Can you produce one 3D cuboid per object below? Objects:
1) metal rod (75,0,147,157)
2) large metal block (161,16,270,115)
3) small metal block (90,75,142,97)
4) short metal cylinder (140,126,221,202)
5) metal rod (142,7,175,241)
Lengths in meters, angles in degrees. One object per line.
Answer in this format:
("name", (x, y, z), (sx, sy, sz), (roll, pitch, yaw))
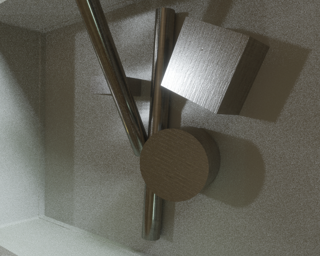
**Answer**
("metal rod", (-0.066, -0.097, 0.366), (0.025, 0.025, 0.298), (3, 122, 40))
("large metal block", (0.058, -0.067, 0.341), (0.080, 0.050, 0.079), (32, 110, 35))
("small metal block", (-0.062, -0.059, 0.440), (0.050, 0.050, 0.025), (5, 94, 39))
("short metal cylinder", (0.024, 0.039, 0.357), (0.080, 0.050, 0.079), (2, 94, 24))
("metal rod", (-0.003, -0.003, 0.406), (0.025, 0.025, 0.298), (6, 94, 39))
